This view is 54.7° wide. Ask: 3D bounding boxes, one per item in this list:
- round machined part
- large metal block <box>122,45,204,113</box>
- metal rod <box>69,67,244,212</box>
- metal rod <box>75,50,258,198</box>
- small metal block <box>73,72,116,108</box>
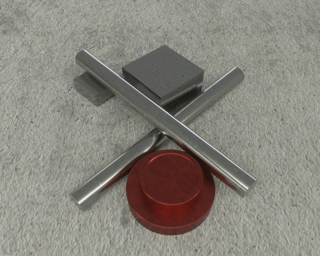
[{"bbox_3d":[0.012,0.062,0.341,0.099,0.042,0.098,0,50,0],"label":"round machined part"},{"bbox_3d":[0.004,-0.066,0.445,0.080,0.050,0.080,-34,58,-26],"label":"large metal block"},{"bbox_3d":[0.014,0.000,0.407,0.025,0.025,0.302,37,59,26],"label":"metal rod"},{"bbox_3d":[-0.011,-0.020,0.389,0.025,0.025,0.300,-36,59,-27],"label":"metal rod"},{"bbox_3d":[-0.090,-0.063,0.458,0.050,0.025,0.050,35,58,25],"label":"small metal block"}]
